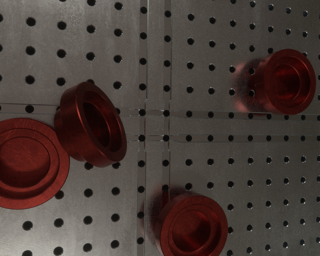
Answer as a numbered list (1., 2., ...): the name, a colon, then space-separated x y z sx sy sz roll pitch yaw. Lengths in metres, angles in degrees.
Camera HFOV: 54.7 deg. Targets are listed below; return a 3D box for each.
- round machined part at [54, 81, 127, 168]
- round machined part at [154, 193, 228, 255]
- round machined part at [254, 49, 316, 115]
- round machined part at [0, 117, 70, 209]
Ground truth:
1. round machined part: -0.082 0.000 0.354 0.042 0.098 0.098 -24 100 16
2. round machined part: 0.039 0.136 0.419 0.099 0.042 0.097 0 90 -21
3. round machined part: 0.185 -0.068 0.474 0.099 0.042 0.097 0 90 -21
4. round machined part: -0.152 0.036 0.345 0.099 0.042 0.097 -1 94 -16
